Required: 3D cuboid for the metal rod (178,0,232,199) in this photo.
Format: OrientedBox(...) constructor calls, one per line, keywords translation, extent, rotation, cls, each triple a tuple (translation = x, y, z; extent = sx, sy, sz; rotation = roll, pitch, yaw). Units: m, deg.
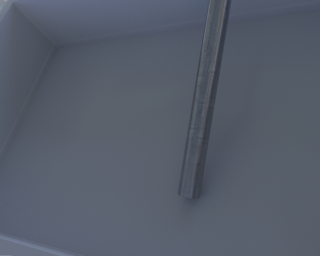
OrientedBox(translation=(0.056, -0.072, 0.346), extent=(0.025, 0.025, 0.298), rotation=(9, 90, 32), cls="metal rod")
